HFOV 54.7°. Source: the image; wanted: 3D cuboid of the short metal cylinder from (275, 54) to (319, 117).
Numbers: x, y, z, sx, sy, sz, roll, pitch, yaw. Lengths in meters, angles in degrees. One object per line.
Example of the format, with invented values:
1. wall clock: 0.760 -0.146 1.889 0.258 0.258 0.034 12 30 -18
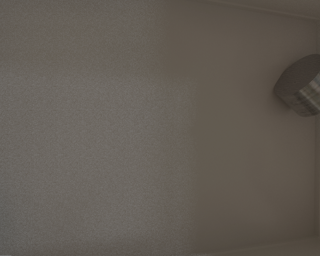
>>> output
1. short metal cylinder: 0.222 -0.063 0.463 0.050 0.080 0.080 38 78 -16
